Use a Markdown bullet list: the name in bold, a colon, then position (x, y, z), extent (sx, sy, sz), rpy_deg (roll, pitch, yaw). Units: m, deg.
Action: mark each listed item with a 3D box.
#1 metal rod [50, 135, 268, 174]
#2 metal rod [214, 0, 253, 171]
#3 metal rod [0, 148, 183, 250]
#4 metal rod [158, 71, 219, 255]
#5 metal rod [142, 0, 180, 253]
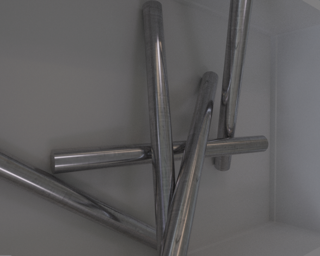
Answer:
- **metal rod**: position (0.022, 0.029, 0.390), extent (0.303, 0.025, 0.025), rpy_deg (-2, 92, -30)
- **metal rod**: position (0.095, -0.063, 0.408), extent (0.025, 0.025, 0.298), rpy_deg (-31, 134, -36)
- **metal rod**: position (-0.072, 0.091, 0.345), extent (0.301, 0.025, 0.025), rpy_deg (38, 67, -33)
- **metal rod**: position (0.042, 0.025, 0.368), extent (0.025, 0.025, 0.301), rpy_deg (51, 37, -28)
- **metal rod**: position (0.000, -0.012, 0.360), extent (0.025, 0.025, 0.299), rpy_deg (9, 70, -40)
